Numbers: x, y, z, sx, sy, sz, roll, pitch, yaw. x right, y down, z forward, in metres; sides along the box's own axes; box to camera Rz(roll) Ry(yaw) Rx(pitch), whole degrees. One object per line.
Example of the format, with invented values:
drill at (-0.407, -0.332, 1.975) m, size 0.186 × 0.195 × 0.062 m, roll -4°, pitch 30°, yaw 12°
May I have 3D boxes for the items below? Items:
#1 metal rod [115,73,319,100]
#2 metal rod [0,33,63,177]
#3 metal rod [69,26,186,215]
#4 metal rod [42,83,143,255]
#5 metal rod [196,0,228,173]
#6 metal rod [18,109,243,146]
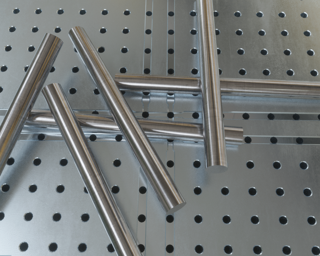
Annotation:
metal rod at (0.089, -0.058, 0.433) m, size 0.302 × 0.025 × 0.025 m, roll 3°, pitch 70°, yaw 1°
metal rod at (-0.193, 0.019, 0.382) m, size 0.025 × 0.025 × 0.299 m, roll 20°, pitch 79°, yaw 7°
metal rod at (-0.054, -0.028, 0.397) m, size 0.025 × 0.025 × 0.299 m, roll -27°, pitch 63°, yaw -9°
metal rod at (-0.070, 0.078, 0.367) m, size 0.025 × 0.025 × 0.299 m, roll -26°, pitch 78°, yaw -9°
metal rod at (0.066, -0.084, 0.418) m, size 0.025 × 0.025 × 0.300 m, roll 1°, pitch 61°, yaw 0°
metal rod at (-0.044, -0.002, 0.412) m, size 0.302 × 0.025 × 0.025 m, roll 5°, pitch 70°, yaw 2°
